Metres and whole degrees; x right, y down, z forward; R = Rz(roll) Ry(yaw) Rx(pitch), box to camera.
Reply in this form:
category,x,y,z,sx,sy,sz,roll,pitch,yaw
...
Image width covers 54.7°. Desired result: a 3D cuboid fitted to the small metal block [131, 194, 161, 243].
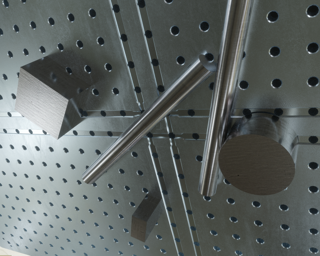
category,x,y,z,sx,sy,sz,roll,pitch,yaw
small metal block,-0.023,0.144,0.496,0.025,0.050,0.050,19,126,17

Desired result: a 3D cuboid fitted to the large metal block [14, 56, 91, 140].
category,x,y,z,sx,sy,sz,roll,pitch,yaw
large metal block,-0.157,-0.044,0.451,0.080,0.050,0.079,34,129,5

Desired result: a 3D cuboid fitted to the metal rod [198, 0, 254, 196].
category,x,y,z,sx,sy,sz,roll,pitch,yaw
metal rod,0.072,-0.039,0.348,0.025,0.025,0.298,16,125,19

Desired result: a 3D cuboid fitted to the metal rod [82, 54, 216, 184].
category,x,y,z,sx,sy,sz,roll,pitch,yaw
metal rod,-0.034,0.007,0.433,0.025,0.025,0.299,45,129,-4

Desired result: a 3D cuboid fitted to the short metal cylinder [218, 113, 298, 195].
category,x,y,z,sx,sy,sz,roll,pitch,yaw
short metal cylinder,0.113,0.029,0.354,0.080,0.050,0.079,13,124,21
